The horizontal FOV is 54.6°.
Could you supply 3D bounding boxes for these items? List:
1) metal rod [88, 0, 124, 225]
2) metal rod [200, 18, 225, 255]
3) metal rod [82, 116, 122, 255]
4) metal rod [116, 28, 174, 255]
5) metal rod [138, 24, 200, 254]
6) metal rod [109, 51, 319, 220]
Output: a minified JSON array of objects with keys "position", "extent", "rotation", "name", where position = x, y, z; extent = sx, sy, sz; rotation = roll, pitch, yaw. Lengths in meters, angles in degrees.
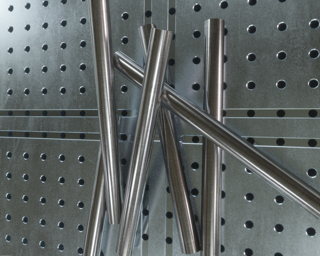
[{"position":[-0.067,-0.016,0.400],"extent":[0.025,0.025,0.298],"rotation":[3,105,20],"name":"metal rod"},{"position":[0.066,0.016,0.389],"extent":[0.025,0.025,0.298],"rotation":[1,90,20],"name":"metal rod"},{"position":[-0.090,0.129,0.444],"extent":[0.025,0.025,0.298],"rotation":[10,93,20],"name":"metal rod"},{"position":[-0.023,0.032,0.385],"extent":[0.025,0.025,0.298],"rotation":[17,109,19],"name":"metal rod"},{"position":[0.012,0.011,0.408],"extent":[0.025,0.025,0.299],"rotation":[-12,86,19],"name":"metal rod"},{"position":[0.057,-0.002,0.365],"extent":[0.300,0.025,0.025],"rotation":[37,102,16],"name":"metal rod"}]
